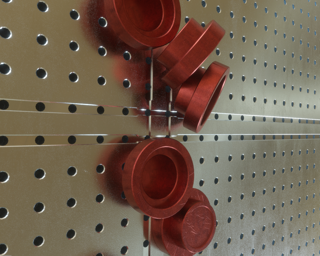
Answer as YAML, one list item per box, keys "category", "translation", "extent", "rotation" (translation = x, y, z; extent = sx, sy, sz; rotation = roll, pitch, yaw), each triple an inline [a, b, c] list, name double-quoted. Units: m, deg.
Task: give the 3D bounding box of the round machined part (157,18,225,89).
- category: "round machined part"
  translation: [0.033, -0.099, 0.393]
  extent: [0.042, 0.098, 0.098]
  rotation: [40, 64, -9]

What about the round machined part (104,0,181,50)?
- category: "round machined part"
  translation: [-0.024, -0.143, 0.376]
  extent: [0.099, 0.042, 0.097]
  rotation: [0, 89, -39]

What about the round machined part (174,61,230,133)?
- category: "round machined part"
  translation: [0.053, -0.046, 0.419]
  extent: [0.098, 0.042, 0.098]
  rotation: [-58, 167, -21]

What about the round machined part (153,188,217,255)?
- category: "round machined part"
  translation: [0.041, 0.133, 0.431]
  extent: [0.099, 0.042, 0.097]
  rotation: [0, 90, -40]

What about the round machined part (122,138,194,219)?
- category: "round machined part"
  translation: [-0.006, 0.061, 0.391]
  extent: [0.099, 0.042, 0.097]
  rotation: [1, 89, -39]
